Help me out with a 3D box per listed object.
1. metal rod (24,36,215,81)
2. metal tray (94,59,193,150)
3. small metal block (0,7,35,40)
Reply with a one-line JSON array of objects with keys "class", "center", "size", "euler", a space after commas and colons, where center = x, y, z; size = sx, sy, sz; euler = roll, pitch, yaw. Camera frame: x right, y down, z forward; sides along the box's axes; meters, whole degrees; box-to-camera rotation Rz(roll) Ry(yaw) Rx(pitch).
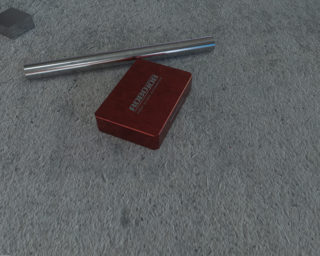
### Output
[{"class": "metal rod", "center": [-0.057, -0.114, 0.498], "size": [0.302, 0.025, 0.025], "euler": [-11, 51, -10]}, {"class": "metal tray", "center": [-0.019, -0.038, 0.432], "size": [0.090, 0.030, 0.130], "euler": [19, 52, 14]}, {"class": "small metal block", "center": [-0.266, -0.189, 0.559], "size": [0.050, 0.025, 0.050], "euler": [26, 54, 19]}]
